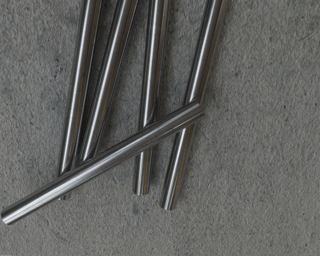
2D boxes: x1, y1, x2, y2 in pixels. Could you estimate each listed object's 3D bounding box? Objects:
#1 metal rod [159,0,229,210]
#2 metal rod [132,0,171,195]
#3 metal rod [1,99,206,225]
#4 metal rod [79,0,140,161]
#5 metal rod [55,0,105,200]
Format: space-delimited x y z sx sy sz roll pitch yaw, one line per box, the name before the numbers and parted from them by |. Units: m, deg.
metal rod | 0.040 -0.025 0.400 0.025 0.025 0.298 10 110 -4
metal rod | -0.011 -0.050 0.391 0.025 0.025 0.298 6 110 -2
metal rod | -0.079 0.048 0.398 0.300 0.025 0.025 -30 108 10
metal rod | -0.053 -0.093 0.374 0.025 0.025 0.298 16 109 -6
metal rod | -0.104 -0.040 0.393 0.025 0.025 0.298 13 110 -5
